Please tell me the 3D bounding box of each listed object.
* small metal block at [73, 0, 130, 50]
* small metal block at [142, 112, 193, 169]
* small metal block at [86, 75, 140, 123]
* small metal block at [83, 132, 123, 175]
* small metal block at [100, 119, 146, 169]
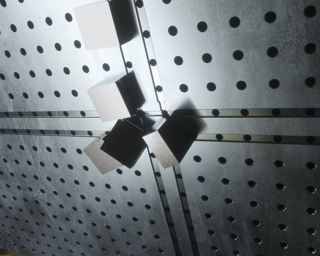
[{"bbox_3d":[-0.069,-0.123,0.370,0.050,0.025,0.050,1,119,27],"label":"small metal block"},{"bbox_3d":[0.011,0.015,0.397,0.025,0.050,0.050,-24,105,36],"label":"small metal block"},{"bbox_3d":[-0.063,-0.039,0.419,0.050,0.025,0.050,-10,114,32],"label":"small metal block"},{"bbox_3d":[-0.082,0.039,0.476,0.050,0.025,0.050,-27,104,37],"label":"small metal block"},{"bbox_3d":[-0.046,0.021,0.432,0.050,0.025,0.050,33,96,6],"label":"small metal block"}]
